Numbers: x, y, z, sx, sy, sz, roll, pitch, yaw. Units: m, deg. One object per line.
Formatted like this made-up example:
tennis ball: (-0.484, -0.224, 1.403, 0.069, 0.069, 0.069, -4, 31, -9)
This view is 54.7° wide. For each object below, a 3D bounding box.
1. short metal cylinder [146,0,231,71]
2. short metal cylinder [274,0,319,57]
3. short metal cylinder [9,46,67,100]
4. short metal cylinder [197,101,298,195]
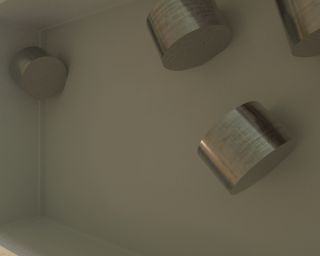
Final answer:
short metal cylinder: (0.031, -0.107, 0.344, 0.080, 0.081, 0.050, -33, 70, 35)
short metal cylinder: (0.142, -0.099, 0.253, 0.080, 0.081, 0.050, -21, 77, 38)
short metal cylinder: (-0.212, -0.096, 0.543, 0.050, 0.081, 0.079, 35, 112, 34)
short metal cylinder: (0.084, 0.020, 0.301, 0.050, 0.081, 0.080, 52, 120, 27)
